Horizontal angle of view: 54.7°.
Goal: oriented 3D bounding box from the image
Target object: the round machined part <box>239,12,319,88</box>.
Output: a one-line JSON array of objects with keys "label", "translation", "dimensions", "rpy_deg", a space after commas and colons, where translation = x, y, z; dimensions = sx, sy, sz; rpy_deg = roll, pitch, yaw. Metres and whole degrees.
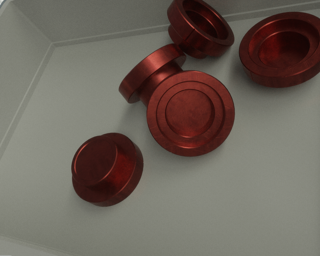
[{"label": "round machined part", "translation": [0.148, -0.088, 0.370], "dimensions": [0.098, 0.042, 0.098], "rpy_deg": [-13, 56, 20]}]

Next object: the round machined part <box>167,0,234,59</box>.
[{"label": "round machined part", "translation": [0.050, -0.134, 0.424], "dimensions": [0.042, 0.099, 0.098], "rpy_deg": [-47, 42, 40]}]

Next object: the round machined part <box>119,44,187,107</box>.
[{"label": "round machined part", "translation": [-0.003, -0.062, 0.409], "dimensions": [0.098, 0.098, 0.042], "rpy_deg": [-38, 86, 2]}]

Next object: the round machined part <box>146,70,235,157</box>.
[{"label": "round machined part", "translation": [0.034, -0.019, 0.365], "dimensions": [0.098, 0.098, 0.042], "rpy_deg": [-31, 11, 8]}]

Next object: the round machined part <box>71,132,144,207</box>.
[{"label": "round machined part", "translation": [-0.075, 0.049, 0.403], "dimensions": [0.098, 0.042, 0.098], "rpy_deg": [-13, 56, 20]}]
